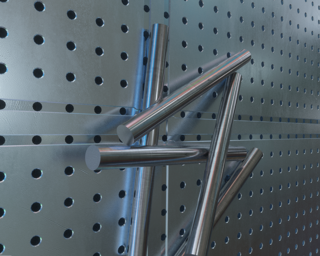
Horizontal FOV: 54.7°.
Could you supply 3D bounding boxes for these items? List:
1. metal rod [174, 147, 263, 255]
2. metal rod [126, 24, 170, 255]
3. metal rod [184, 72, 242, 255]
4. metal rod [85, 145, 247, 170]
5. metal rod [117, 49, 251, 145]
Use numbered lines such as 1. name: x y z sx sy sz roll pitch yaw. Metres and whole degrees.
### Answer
1. metal rod: 0.082 0.136 0.481 0.301 0.025 0.025 -45 117 -31
2. metal rod: -0.015 0.015 0.398 0.025 0.025 0.298 10 84 -40
3. metal rod: 0.082 0.030 0.429 0.025 0.025 0.300 46 47 -31
4. metal rod: 0.035 0.036 0.415 0.302 0.025 0.025 4 88 -48
5. metal rod: 0.054 -0.058 0.434 0.302 0.025 0.025 -36 113 -42
